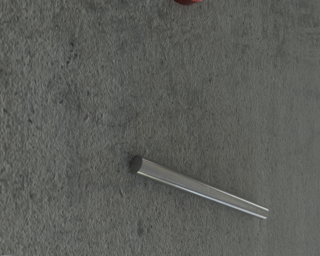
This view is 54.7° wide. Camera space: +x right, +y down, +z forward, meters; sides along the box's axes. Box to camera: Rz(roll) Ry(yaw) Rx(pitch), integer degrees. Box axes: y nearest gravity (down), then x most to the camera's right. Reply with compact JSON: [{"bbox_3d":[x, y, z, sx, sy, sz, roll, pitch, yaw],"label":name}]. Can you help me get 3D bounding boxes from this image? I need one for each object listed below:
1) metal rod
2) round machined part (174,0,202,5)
[{"bbox_3d":[0.078,0.099,0.470,0.301,0.025,0.025,27,73,-37],"label":"metal rod"},{"bbox_3d":[0.043,-0.226,0.429,0.099,0.042,0.097,0,90,-40],"label":"round machined part"}]
